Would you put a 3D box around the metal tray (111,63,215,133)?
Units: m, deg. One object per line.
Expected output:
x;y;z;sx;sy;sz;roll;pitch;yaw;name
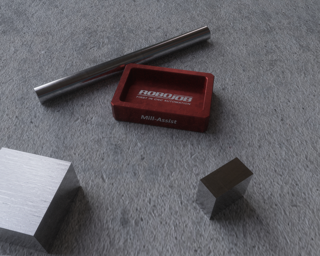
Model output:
0.007;-0.045;0.437;0.131;0.030;0.090;8;50;6;metal tray

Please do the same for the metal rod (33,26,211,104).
-0.046;-0.106;0.491;0.302;0.025;0.025;-25;55;-20;metal rod

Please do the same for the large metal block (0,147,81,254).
-0.141;0.074;0.323;0.080;0.050;0.080;11;51;8;large metal block

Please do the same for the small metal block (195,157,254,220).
0.068;0.065;0.333;0.050;0.050;0.025;-27;55;-21;small metal block
